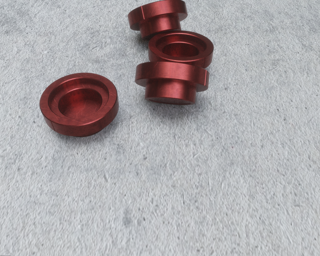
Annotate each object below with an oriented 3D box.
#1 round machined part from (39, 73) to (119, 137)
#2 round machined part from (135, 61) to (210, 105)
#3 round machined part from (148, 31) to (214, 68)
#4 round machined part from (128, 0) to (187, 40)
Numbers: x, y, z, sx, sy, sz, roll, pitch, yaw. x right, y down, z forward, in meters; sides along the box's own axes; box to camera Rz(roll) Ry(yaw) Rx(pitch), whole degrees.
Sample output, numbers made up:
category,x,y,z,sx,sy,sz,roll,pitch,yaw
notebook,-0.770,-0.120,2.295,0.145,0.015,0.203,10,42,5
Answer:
category,x,y,z,sx,sy,sz,roll,pitch,yaw
round machined part,-0.104,-0.026,0.413,0.099,0.042,0.098,0,50,0
round machined part,0.015,-0.056,0.416,0.099,0.098,0.042,5,88,4
round machined part,0.031,-0.110,0.479,0.099,0.042,0.098,1,42,-1
round machined part,-0.002,-0.176,0.518,0.099,0.042,0.098,-12,7,2
